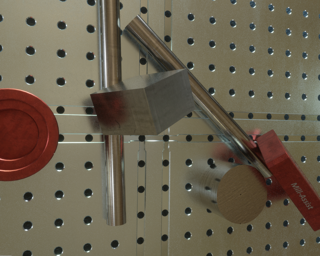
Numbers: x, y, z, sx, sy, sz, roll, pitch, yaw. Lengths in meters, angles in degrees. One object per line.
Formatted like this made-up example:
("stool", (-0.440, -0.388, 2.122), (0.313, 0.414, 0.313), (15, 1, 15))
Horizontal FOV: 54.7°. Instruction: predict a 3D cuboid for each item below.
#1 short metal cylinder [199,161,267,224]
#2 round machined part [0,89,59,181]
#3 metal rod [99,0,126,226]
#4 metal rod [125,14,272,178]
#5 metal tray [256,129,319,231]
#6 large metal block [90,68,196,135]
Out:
("short metal cylinder", (0.103, 0.089, 0.439), (0.081, 0.050, 0.079), (0, 90, -20))
("round machined part", (-0.164, 0.007, 0.343), (0.099, 0.042, 0.097), (0, 90, -21))
("metal rod", (-0.060, -0.029, 0.391), (0.025, 0.025, 0.298), (-2, 91, -20))
("metal rod", (0.066, -0.035, 0.438), (0.300, 0.025, 0.025), (45, 76, -15))
("metal tray", (0.194, 0.073, 0.451), (0.030, 0.090, 0.130), (-34, 104, 18))
("large metal block", (-0.018, -0.030, 0.358), (0.081, 0.080, 0.050), (-34, 115, -47))
